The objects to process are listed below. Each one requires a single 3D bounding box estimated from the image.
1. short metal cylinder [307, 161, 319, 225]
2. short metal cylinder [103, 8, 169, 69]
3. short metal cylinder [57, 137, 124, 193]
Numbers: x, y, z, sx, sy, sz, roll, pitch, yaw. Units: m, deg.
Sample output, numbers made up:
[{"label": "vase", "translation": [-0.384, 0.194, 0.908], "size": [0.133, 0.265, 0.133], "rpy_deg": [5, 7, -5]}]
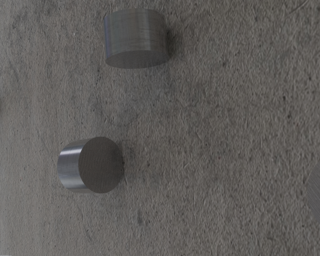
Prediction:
[{"label": "short metal cylinder", "translation": [0.169, 0.052, 0.249], "size": [0.080, 0.050, 0.080], "rpy_deg": [0, 90, 40]}, {"label": "short metal cylinder", "translation": [-0.031, -0.110, 0.394], "size": [0.080, 0.081, 0.050], "rpy_deg": [-8, 85, 40]}, {"label": "short metal cylinder", "translation": [-0.100, 0.055, 0.452], "size": [0.050, 0.081, 0.080], "rpy_deg": [-10, 84, 40]}]
